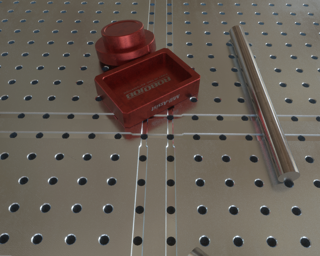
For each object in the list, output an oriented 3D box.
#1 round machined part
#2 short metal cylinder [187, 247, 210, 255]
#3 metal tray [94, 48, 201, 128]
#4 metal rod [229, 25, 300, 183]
[{"bbox_3d":[-0.057,-0.143,0.503,0.099,0.042,0.098,-5,39,4],"label":"round machined part"},{"bbox_3d":[0.029,0.146,0.249,0.050,0.080,0.080,30,56,23],"label":"short metal cylinder"},{"bbox_3d":[-0.018,-0.064,0.457,0.131,0.030,0.090,-28,56,-22],"label":"metal tray"},{"bbox_3d":[0.143,-0.057,0.456,0.025,0.025,0.300,-2,50,-2],"label":"metal rod"}]
